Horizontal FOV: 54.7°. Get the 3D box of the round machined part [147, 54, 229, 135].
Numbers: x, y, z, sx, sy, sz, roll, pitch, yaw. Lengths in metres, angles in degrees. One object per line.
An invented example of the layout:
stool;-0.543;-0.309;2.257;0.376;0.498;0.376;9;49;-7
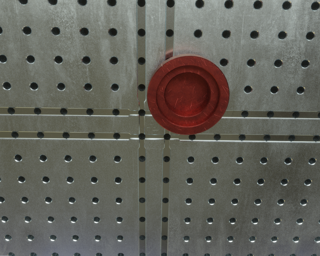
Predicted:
round machined part;0.034;-0.044;0.389;0.099;0.042;0.097;0;110;-1
